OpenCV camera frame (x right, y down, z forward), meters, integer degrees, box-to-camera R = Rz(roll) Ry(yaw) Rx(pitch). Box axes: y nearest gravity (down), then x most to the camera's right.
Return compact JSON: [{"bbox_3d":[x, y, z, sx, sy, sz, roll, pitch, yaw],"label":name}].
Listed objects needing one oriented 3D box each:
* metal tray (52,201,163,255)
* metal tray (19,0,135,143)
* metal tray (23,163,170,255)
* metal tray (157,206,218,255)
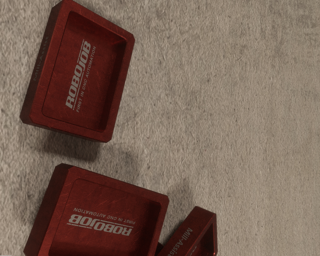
[{"bbox_3d":[-0.057,0.149,0.355,0.130,0.030,0.090,48,62,-30],"label":"metal tray"},{"bbox_3d":[-0.083,-0.057,0.332,0.091,0.030,0.129,20,78,-39],"label":"metal tray"},{"bbox_3d":[-0.056,0.097,0.316,0.131,0.030,0.090,27,73,-37],"label":"metal tray"},{"bbox_3d":[0.031,0.177,0.401,0.131,0.030,0.089,-40,134,-41],"label":"metal tray"}]
